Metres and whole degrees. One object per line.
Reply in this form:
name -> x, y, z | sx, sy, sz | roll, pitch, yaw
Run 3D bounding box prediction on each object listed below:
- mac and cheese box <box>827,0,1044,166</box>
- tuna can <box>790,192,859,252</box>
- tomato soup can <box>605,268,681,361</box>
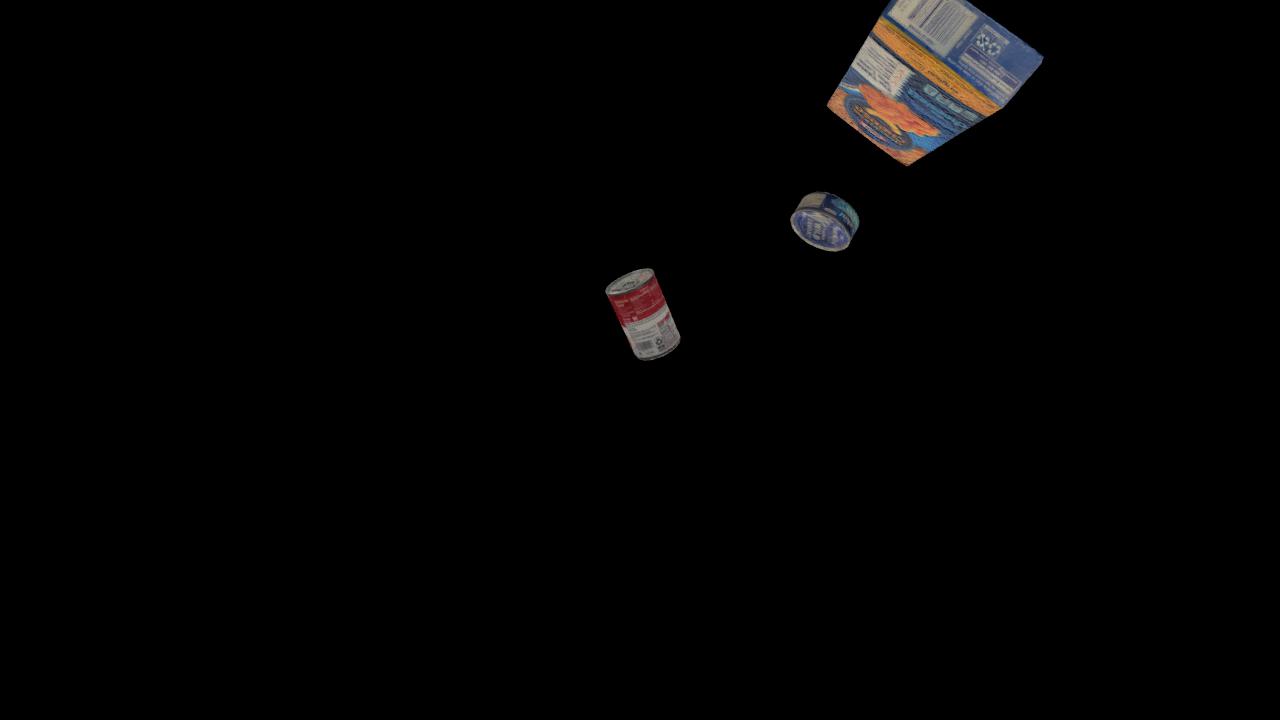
mac and cheese box -> 0.196, -0.197, 0.442 | 0.093, 0.041, 0.184 | 37, 10, 2
tuna can -> 0.244, -0.182, 0.809 | 0.084, 0.034, 0.084 | 31, -12, 7
tomato soup can -> 0.006, -0.059, 0.797 | 0.068, 0.101, 0.068 | -21, 25, 10
